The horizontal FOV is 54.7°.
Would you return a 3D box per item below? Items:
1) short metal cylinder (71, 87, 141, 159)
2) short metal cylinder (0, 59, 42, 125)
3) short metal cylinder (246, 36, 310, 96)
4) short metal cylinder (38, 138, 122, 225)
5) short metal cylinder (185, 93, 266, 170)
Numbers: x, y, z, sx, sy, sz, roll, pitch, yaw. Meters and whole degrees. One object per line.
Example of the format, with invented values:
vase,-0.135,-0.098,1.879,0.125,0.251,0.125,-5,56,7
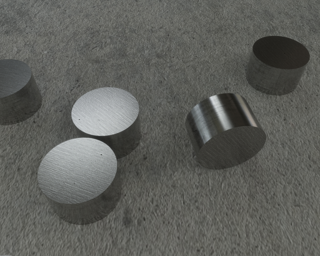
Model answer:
short metal cylinder,-0.065,-0.006,0.391,0.080,0.050,0.080,0,50,0
short metal cylinder,-0.211,-0.050,0.428,0.080,0.050,0.080,0,50,0
short metal cylinder,0.175,-0.095,0.468,0.080,0.050,0.080,0,50,0
short metal cylinder,-0.085,0.057,0.338,0.080,0.050,0.080,0,50,0
short metal cylinder,0.075,0.005,0.363,0.081,0.080,0.050,-10,51,-8
